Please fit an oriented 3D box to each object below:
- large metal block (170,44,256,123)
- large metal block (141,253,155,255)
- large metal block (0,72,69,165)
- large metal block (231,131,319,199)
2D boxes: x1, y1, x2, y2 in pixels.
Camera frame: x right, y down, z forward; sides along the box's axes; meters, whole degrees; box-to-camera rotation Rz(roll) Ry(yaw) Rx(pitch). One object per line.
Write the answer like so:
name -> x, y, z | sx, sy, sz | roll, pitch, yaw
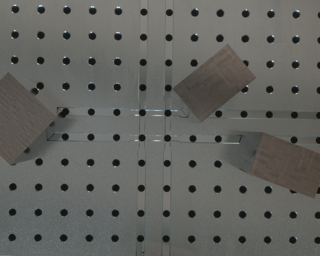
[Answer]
large metal block -> 0.061, -0.050, 0.387 | 0.080, 0.080, 0.050 | -39, 90, 0
large metal block -> 0.005, 0.220, 0.401 | 0.080, 0.050, 0.080 | 14, 90, -1
large metal block -> -0.182, -0.012, 0.398 | 0.080, 0.050, 0.080 | 44, 90, -1
large metal block -> 0.145, 0.042, 0.388 | 0.080, 0.080, 0.050 | 21, 90, -1
